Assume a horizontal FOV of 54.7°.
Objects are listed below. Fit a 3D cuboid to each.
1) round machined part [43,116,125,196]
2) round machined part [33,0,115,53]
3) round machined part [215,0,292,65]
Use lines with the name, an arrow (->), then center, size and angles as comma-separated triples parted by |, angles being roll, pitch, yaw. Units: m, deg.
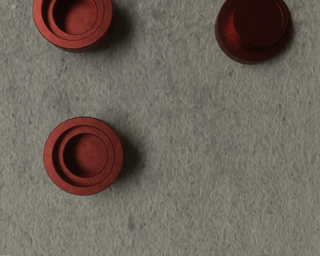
round machined part -> -0.094, 0.034, 0.400 | 0.099, 0.042, 0.097 | 0, 90, -1
round machined part -> -0.107, -0.145, 0.400 | 0.099, 0.042, 0.097 | 0, 90, -1
round machined part -> 0.124, -0.135, 0.403 | 0.099, 0.042, 0.097 | 0, 90, -1
